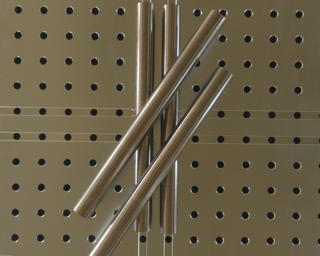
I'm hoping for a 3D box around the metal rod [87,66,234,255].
[{"bbox_3d":[-0.003,0.053,0.388,0.025,0.025,0.299,35,90,0],"label":"metal rod"}]

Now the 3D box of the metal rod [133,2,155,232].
[{"bbox_3d":[-0.021,-0.014,0.414,0.025,0.025,0.298,1,90,0],"label":"metal rod"}]

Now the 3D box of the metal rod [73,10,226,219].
[{"bbox_3d":[-0.013,-0.017,0.389,0.025,0.025,0.299,35,90,0],"label":"metal rod"}]

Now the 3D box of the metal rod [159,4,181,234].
[{"bbox_3d":[0.014,-0.011,0.414,0.025,0.025,0.298,1,90,0],"label":"metal rod"}]
